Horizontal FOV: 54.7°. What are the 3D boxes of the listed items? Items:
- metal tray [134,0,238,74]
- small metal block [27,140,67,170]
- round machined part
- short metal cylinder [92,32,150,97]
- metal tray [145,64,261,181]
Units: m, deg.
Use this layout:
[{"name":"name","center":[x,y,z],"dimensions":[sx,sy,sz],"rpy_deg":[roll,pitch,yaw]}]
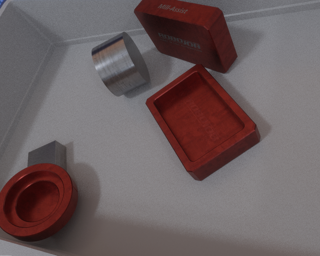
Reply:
[{"name":"metal tray","center":[0.034,-0.129,0.423],"dimensions":[0.130,0.090,0.030],"rpy_deg":[28,78,37]},{"name":"small metal block","center":[-0.167,0.053,0.459],"dimensions":[0.050,0.025,0.050],"rpy_deg":[-23,53,13]},{"name":"round machined part","center":[-0.154,0.098,0.402],"dimensions":[0.099,0.042,0.098],"rpy_deg":[-4,53,6]},{"name":"short metal cylinder","center":[-0.056,-0.093,0.455],"dimensions":[0.050,0.080,0.080],"rpy_deg":[-24,53,13]},{"name":"metal tray","center":[0.048,-0.012,0.383],"dimensions":[0.090,0.030,0.130],"rpy_deg":[-35,52,4]}]
